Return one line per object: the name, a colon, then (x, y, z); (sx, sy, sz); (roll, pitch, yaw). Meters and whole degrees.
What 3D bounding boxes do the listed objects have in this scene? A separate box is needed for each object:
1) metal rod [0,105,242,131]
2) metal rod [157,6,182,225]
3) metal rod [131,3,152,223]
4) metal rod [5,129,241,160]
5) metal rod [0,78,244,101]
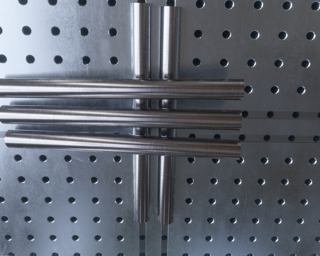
metal rod: (-0.054, -0.013, 0.386); (0.302, 0.025, 0.025); (2, 110, 7)
metal rod: (0.011, -0.002, 0.413); (0.025, 0.025, 0.298); (1, 110, -1)
metal rod: (-0.024, -0.005, 0.411); (0.025, 0.025, 0.298); (1, 110, -1)
metal rod: (-0.052, 0.020, 0.398); (0.302, 0.025, 0.025); (2, 110, 7)
metal rod: (-0.055, -0.047, 0.373); (0.302, 0.025, 0.025); (1, 110, 7)
